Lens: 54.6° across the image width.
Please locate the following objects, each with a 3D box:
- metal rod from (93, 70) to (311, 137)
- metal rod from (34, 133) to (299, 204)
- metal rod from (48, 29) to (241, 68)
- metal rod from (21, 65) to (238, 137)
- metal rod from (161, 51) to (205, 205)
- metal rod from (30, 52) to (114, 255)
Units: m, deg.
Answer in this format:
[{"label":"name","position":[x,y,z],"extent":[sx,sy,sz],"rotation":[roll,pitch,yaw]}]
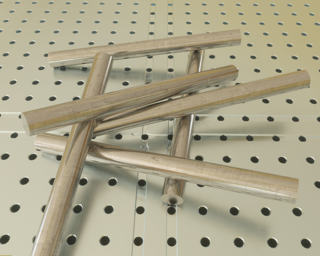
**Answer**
[{"label":"metal rod","position":[0.046,-0.031,0.398],"extent":[0.302,0.025,0.025],"rotation":[-13,51,-5]},{"label":"metal rod","position":[-0.010,0.039,0.346],"extent":[0.301,0.025,0.025],"rotation":[9,50,18]},{"label":"metal rod","position":[-0.026,-0.126,0.491],"extent":[0.301,0.025,0.025],"rotation":[-6,50,3]},{"label":"metal rod","position":[-0.012,-0.043,0.386],"extent":[0.302,0.025,0.025],"rotation":[-18,51,-33]},{"label":"metal rod","position":[0.040,-0.034,0.436],"extent":[0.025,0.025,0.300],"rotation":[8,50,7]},{"label":"metal rod","position":[-0.095,0.040,0.336],"extent":[0.025,0.025,0.300],"rotation":[7,62,6]}]
